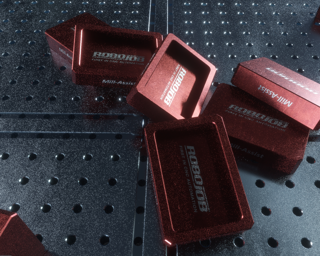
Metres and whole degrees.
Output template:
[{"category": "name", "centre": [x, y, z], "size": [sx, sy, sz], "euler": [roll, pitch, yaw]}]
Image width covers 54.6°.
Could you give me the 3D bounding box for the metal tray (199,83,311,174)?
[{"category": "metal tray", "centre": [0.124, -0.004, 0.409], "size": [0.130, 0.030, 0.090], "euler": [21, 53, 16]}]

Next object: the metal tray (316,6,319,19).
[{"category": "metal tray", "centre": [0.382, -0.234, 0.603], "size": [0.131, 0.030, 0.090], "euler": [-32, 57, -24]}]

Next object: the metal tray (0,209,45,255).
[{"category": "metal tray", "centre": [-0.148, 0.140, 0.246], "size": [0.030, 0.090, 0.130], "euler": [12, 51, 10]}]

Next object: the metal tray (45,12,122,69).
[{"category": "metal tray", "centre": [-0.118, -0.143, 0.525], "size": [0.130, 0.030, 0.090], "euler": [37, 59, 27]}]

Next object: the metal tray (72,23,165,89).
[{"category": "metal tray", "centre": [-0.061, -0.105, 0.462], "size": [0.131, 0.030, 0.090], "euler": [3, 63, -13]}]

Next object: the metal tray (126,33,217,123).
[{"category": "metal tray", "centre": [0.021, -0.062, 0.428], "size": [0.090, 0.030, 0.130], "euler": [35, 52, -12]}]

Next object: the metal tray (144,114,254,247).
[{"category": "metal tray", "centre": [0.037, 0.053, 0.339], "size": [0.091, 0.030, 0.130], "euler": [-8, 65, -7]}]

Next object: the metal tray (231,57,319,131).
[{"category": "metal tray", "centre": [0.176, -0.053, 0.429], "size": [0.130, 0.030, 0.091], "euler": [37, 36, 26]}]
